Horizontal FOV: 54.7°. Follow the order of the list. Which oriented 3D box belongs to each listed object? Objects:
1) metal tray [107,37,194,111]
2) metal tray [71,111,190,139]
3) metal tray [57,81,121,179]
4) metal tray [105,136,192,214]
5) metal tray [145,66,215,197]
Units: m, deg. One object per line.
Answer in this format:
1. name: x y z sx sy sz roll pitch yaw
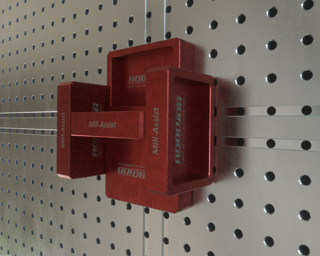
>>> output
1. metal tray: -0.018 -0.064 0.418 0.130 0.030 0.089 1 91 39
2. metal tray: -0.039 -0.004 0.395 0.130 0.091 0.030 1 91 39
3. metal tray: -0.100 0.003 0.446 0.030 0.091 0.129 1 91 40
4. metal tray: -0.020 0.057 0.418 0.130 0.030 0.089 1 91 39
5. metal tray: 0.025 0.003 0.344 0.030 0.091 0.129 1 91 40
